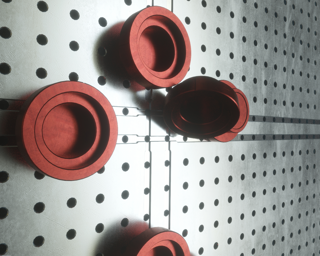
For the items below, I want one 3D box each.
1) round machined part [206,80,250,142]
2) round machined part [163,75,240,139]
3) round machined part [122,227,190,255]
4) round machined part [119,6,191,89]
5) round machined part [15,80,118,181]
[{"bbox_3d":[0.102,-0.026,0.482,0.099,0.042,0.097,0,90,-40],"label":"round machined part"},{"bbox_3d":[0.054,-0.031,0.413,0.098,0.098,0.042,37,41,-34],"label":"round machined part"},{"bbox_3d":[-0.011,0.173,0.388,0.099,0.042,0.097,0,90,-40],"label":"round machined part"},{"bbox_3d":[-0.010,-0.097,0.388,0.099,0.042,0.097,0,90,-40],"label":"round machined part"},{"bbox_3d":[-0.096,0.002,0.317,0.099,0.042,0.097,0,90,-40],"label":"round machined part"}]
